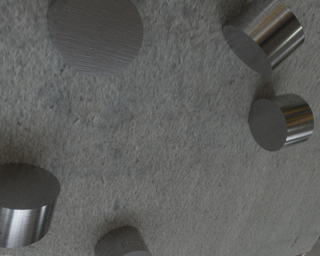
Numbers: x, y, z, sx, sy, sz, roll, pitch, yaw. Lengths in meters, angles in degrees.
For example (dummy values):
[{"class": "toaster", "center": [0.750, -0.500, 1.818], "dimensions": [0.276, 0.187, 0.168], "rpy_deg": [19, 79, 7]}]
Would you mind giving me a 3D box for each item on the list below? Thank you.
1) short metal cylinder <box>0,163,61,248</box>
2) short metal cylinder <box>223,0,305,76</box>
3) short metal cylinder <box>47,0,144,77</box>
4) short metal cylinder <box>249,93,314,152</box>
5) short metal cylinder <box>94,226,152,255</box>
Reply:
[{"class": "short metal cylinder", "center": [-0.155, 0.081, 0.338], "dimensions": [0.081, 0.080, 0.050], "rpy_deg": [7, 115, -32]}, {"class": "short metal cylinder", "center": [0.123, -0.110, 0.373], "dimensions": [0.050, 0.080, 0.080], "rpy_deg": [-44, 130, 2]}, {"class": "short metal cylinder", "center": [-0.063, -0.095, 0.298], "dimensions": [0.081, 0.050, 0.079], "rpy_deg": [-14, 125, -21]}, {"class": "short metal cylinder", "center": [0.180, -0.009, 0.467], "dimensions": [0.050, 0.080, 0.079], "rpy_deg": [-13, 124, -22]}, {"class": "short metal cylinder", "center": [-0.058, 0.203, 0.486], "dimensions": [0.081, 0.050, 0.079], "rpy_deg": [-14, 125, -21]}]
